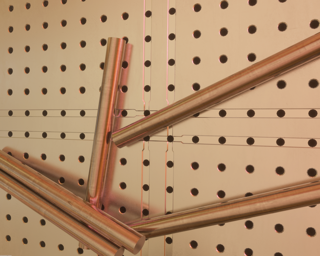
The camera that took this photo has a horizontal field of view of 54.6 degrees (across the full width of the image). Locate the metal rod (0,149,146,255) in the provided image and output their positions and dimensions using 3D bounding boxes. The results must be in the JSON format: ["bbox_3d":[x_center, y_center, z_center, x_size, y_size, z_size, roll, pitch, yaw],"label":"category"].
[{"bbox_3d":[-0.150,0.093,0.445,0.300,0.025,0.025,22,97,26],"label":"metal rod"}]

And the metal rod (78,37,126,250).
[{"bbox_3d":[-0.083,0.023,0.442,0.025,0.025,0.298,10,93,20],"label":"metal rod"}]

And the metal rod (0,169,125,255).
[{"bbox_3d":[-0.179,0.111,0.458,0.300,0.025,0.025,22,98,25],"label":"metal rod"}]

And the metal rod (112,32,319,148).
[{"bbox_3d":[0.070,-0.043,0.388,0.300,0.025,0.025,-25,82,18],"label":"metal rod"}]

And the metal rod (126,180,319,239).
[{"bbox_3d":[0.053,0.114,0.394,0.300,0.025,0.025,-18,84,19],"label":"metal rod"}]
